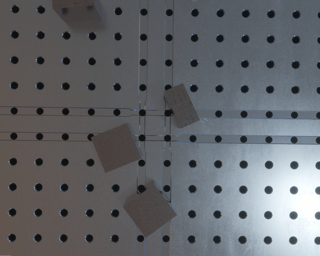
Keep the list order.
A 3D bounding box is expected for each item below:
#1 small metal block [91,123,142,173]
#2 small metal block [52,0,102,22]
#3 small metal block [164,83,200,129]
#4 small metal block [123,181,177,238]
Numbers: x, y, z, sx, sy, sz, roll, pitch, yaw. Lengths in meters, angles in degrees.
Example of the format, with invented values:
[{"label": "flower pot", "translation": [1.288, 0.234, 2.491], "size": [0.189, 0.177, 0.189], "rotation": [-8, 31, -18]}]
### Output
[{"label": "small metal block", "translation": [-0.057, 0.026, 0.413], "size": [0.050, 0.025, 0.050], "rotation": [-22, 90, -1]}, {"label": "small metal block", "translation": [-0.106, -0.159, 0.399], "size": [0.050, 0.050, 0.025], "rotation": [-5, 90, -1]}, {"label": "small metal block", "translation": [0.027, -0.027, 0.401], "size": [0.025, 0.050, 0.050], "rotation": [-25, 90, 0]}, {"label": "small metal block", "translation": [-0.013, 0.108, 0.413], "size": [0.050, 0.025, 0.050], "rotation": [-36, 90, 0]}]
